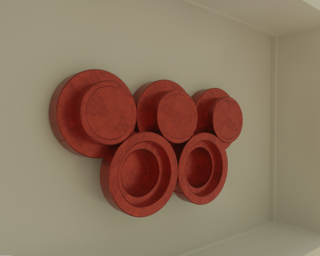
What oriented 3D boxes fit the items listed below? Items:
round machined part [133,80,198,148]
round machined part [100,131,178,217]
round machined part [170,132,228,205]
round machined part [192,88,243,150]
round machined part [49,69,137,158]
[{"bbox_3d":[0.010,-0.014,0.401,0.099,0.042,0.097,1,89,-39],"label":"round machined part"},{"bbox_3d":[-0.028,0.052,0.369,0.099,0.042,0.097,0,90,-40],"label":"round machined part"},{"bbox_3d":[0.047,0.054,0.433,0.099,0.042,0.097,0,90,-40],"label":"round machined part"},{"bbox_3d":[0.087,-0.012,0.465,0.099,0.042,0.097,1,89,-39],"label":"round machined part"},{"bbox_3d":[-0.065,-0.015,0.338,0.099,0.042,0.097,1,89,-41],"label":"round machined part"}]
